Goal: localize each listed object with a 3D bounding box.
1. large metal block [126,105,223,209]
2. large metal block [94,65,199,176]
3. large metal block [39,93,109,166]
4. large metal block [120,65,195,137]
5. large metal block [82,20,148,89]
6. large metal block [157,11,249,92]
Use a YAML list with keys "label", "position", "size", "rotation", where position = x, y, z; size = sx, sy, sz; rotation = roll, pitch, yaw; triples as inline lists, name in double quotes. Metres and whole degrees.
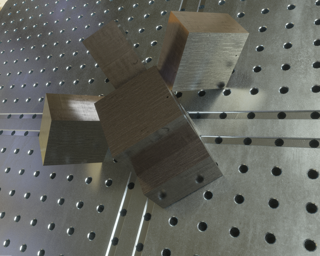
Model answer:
- label: "large metal block"
  position: [0.014, 0.034, 0.364]
  size: [0.080, 0.050, 0.080]
  rotation: [-31, 50, 7]
- label: "large metal block"
  position: [-0.016, -0.008, 0.341]
  size: [0.080, 0.050, 0.080]
  rotation: [-32, 52, 6]
- label: "large metal block"
  position: [-0.111, 0.003, 0.411]
  size: [0.050, 0.081, 0.080]
  rotation: [62, 140, 39]
- label: "large metal block"
  position: [-0.013, -0.023, 0.415]
  size: [0.080, 0.050, 0.080]
  rotation: [-33, 51, 6]
- label: "large metal block"
  position: [-0.059, -0.104, 0.449]
  size: [0.050, 0.080, 0.080]
  rotation: [-33, 12, 7]
- label: "large metal block"
  position: [0.050, -0.094, 0.385]
  size: [0.081, 0.080, 0.050]
  rotation: [-7, 47, -24]
